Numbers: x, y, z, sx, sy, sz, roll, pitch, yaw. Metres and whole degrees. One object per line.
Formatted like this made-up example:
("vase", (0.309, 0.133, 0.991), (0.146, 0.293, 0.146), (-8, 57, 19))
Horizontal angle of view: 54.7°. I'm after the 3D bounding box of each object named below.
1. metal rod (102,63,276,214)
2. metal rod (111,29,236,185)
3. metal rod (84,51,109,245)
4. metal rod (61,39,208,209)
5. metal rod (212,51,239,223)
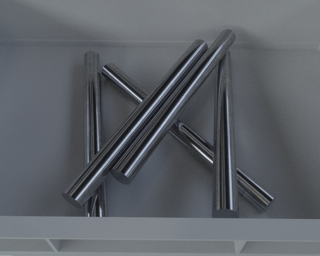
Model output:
("metal rod", (0.019, -0.003, 0.407), (0.025, 0.025, 0.300), (-34, 58, -25))
("metal rod", (0.034, -0.047, 0.411), (0.025, 0.025, 0.301), (24, 54, 18))
("metal rod", (-0.087, -0.001, 0.404), (0.025, 0.025, 0.300), (-7, 50, -6))
("metal rod", (-0.013, -0.027, 0.393), (0.025, 0.025, 0.301), (24, 54, 18))
("metal rod", (0.082, -0.018, 0.398), (0.025, 0.025, 0.300), (7, 43, 5))
